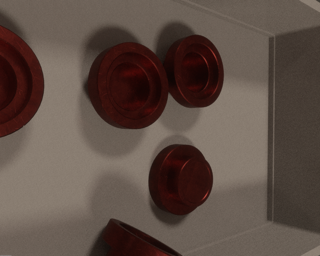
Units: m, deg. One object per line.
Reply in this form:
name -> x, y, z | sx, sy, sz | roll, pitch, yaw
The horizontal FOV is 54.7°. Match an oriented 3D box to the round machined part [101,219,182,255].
round machined part -> -0.022, 0.143, 0.343 | 0.098, 0.098, 0.042 | 38, 74, -34

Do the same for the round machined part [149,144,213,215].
round machined part -> 0.036, 0.072, 0.428 | 0.099, 0.042, 0.097 | 0, 90, -40

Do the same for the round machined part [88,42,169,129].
round machined part -> -0.040, -0.047, 0.363 | 0.099, 0.042, 0.097 | 0, 90, -40

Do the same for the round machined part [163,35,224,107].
round machined part -> 0.042, -0.077, 0.433 | 0.099, 0.042, 0.097 | 0, 90, -40

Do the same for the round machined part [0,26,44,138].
round machined part -> -0.156, -0.039, 0.265 | 0.099, 0.042, 0.097 | 0, 90, -40
